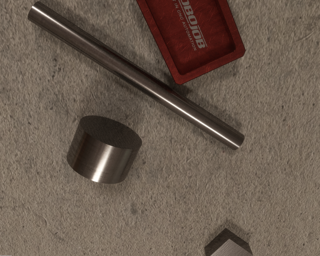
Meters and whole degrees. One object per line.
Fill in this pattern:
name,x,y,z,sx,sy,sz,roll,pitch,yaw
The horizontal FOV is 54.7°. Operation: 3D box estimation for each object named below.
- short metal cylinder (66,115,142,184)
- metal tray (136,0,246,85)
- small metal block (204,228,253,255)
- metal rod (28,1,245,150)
short metal cylinder,-0.069,0.025,0.389,0.080,0.080,0.050,23,108,-9
metal tray,0.033,-0.127,0.360,0.090,0.030,0.129,-24,109,8
small metal block,0.106,0.192,0.482,0.050,0.025,0.050,37,106,-13
metal rod,-0.020,-0.058,0.388,0.301,0.025,0.025,32,107,-12
